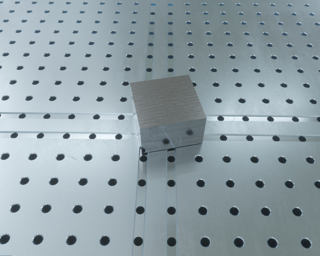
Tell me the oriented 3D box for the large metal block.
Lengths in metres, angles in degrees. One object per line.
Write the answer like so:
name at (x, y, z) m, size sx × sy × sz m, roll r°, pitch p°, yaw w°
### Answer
large metal block at (0.008, -0.020, 0.407) m, size 0.080 × 0.050 × 0.080 m, roll -9°, pitch 51°, yaw -8°
